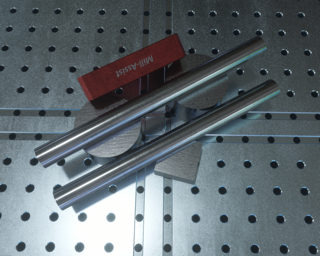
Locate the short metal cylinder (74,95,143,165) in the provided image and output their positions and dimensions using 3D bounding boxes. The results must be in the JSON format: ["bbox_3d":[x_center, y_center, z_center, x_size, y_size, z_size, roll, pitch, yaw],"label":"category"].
[{"bbox_3d":[-0.063,0.005,0.396,0.081,0.050,0.080,0,70,0],"label":"short metal cylinder"}]

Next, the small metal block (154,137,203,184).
[{"bbox_3d":[0.023,0.039,0.397,0.050,0.025,0.050,14,71,4],"label":"small metal block"}]

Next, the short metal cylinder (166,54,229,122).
[{"bbox_3d":[0.047,-0.053,0.419,0.081,0.050,0.080,0,70,0],"label":"short metal cylinder"}]

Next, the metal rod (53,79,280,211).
[{"bbox_3d":[0.016,0.015,0.379,0.302,0.025,0.025,-27,73,-10],"label":"metal rod"}]

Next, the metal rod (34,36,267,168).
[{"bbox_3d":[-0.002,-0.036,0.371,0.302,0.025,0.025,-28,73,-10],"label":"metal rod"}]

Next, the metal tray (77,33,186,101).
[{"bbox_3d":[-0.041,-0.079,0.404,0.131,0.090,0.030,-27,105,-10],"label":"metal tray"}]
